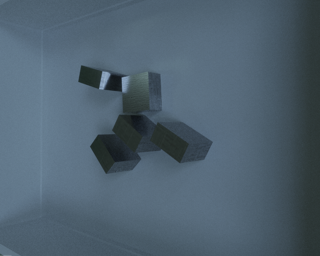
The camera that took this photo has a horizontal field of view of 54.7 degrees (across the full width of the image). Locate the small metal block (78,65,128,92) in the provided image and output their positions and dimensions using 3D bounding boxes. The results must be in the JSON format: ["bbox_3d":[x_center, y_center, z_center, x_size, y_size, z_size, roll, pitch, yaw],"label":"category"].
[{"bbox_3d":[-0.084,-0.073,0.460,0.050,0.050,0.025,22,104,38],"label":"small metal block"}]

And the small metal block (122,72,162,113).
[{"bbox_3d":[-0.025,-0.047,0.428,0.050,0.025,0.050,-4,88,40],"label":"small metal block"}]

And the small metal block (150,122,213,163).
[{"bbox_3d":[0.026,0.016,0.369,0.050,0.050,0.025,35,112,34],"label":"small metal block"}]

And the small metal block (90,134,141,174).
[{"bbox_3d":[-0.063,0.036,0.443,0.025,0.050,0.050,-52,60,28],"label":"small metal block"}]

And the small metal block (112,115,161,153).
[{"bbox_3d":[-0.026,0.007,0.412,0.050,0.050,0.025,41,115,32],"label":"small metal block"}]
